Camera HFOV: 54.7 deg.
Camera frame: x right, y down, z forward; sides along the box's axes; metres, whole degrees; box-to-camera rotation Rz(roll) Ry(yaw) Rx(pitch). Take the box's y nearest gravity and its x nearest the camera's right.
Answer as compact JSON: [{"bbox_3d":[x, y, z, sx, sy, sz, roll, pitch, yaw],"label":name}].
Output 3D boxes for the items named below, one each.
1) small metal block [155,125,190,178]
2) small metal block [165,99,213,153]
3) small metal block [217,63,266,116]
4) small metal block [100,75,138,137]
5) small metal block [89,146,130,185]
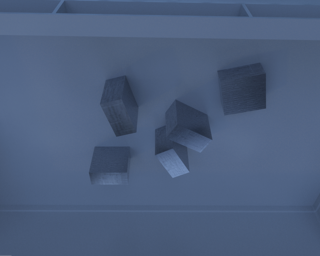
[{"bbox_3d":[0.016,0.030,0.419,0.025,0.050,0.050,-22,127,17],"label":"small metal block"},{"bbox_3d":[0.035,-0.003,0.391,0.050,0.050,0.025,24,126,-19],"label":"small metal block"},{"bbox_3d":[0.098,-0.046,0.372,0.050,0.025,0.050,-10,130,8],"label":"small metal block"},{"bbox_3d":[-0.047,-0.026,0.370,0.025,0.050,0.050,-12,129,10],"label":"small metal block"},{"bbox_3d":[-0.069,0.052,0.436,0.050,0.050,0.025,0,130,-1],"label":"small metal block"}]
